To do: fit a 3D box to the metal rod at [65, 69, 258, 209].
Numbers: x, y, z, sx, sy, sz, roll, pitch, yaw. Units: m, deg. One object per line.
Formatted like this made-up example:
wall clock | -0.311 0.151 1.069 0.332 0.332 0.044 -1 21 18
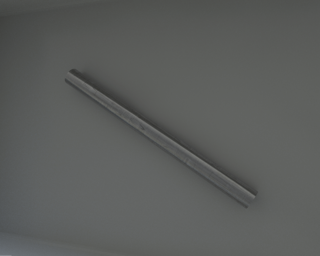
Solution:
metal rod | -0.010 0.005 0.411 0.300 0.025 0.025 34 101 16
